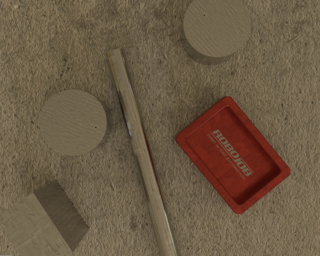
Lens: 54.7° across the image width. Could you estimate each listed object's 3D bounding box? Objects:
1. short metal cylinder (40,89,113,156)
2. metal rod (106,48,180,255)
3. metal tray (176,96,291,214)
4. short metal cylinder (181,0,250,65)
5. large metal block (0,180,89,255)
[{"bbox_3d":[-0.104,-0.007,0.397,0.081,0.050,0.079,0,90,0],"label":"short metal cylinder"},{"bbox_3d":[-0.020,0.043,0.409,0.025,0.025,0.298,-15,90,0],"label":"metal rod"},{"bbox_3d":[0.093,0.035,0.408,0.090,0.030,0.130,-39,90,0],"label":"metal tray"},{"bbox_3d":[0.069,-0.125,0.398,0.081,0.050,0.079,0,90,0],"label":"short metal cylinder"},{"bbox_3d":[-0.139,0.117,0.381,0.050,0.080,0.080,-33,90,0],"label":"large metal block"}]
